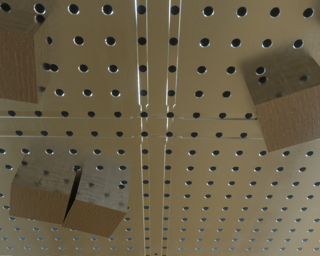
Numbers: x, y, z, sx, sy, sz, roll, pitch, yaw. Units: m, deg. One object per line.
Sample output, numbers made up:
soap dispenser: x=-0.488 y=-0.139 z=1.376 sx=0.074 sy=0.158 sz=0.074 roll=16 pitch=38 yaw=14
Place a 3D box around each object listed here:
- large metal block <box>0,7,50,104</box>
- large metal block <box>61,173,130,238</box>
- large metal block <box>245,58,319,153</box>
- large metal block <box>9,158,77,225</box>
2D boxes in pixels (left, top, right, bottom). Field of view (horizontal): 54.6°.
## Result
large metal block: x=-0.165 y=-0.078 z=0.327 sx=0.080 sy=0.050 sz=0.079 roll=9 pitch=130 yaw=-8
large metal block: x=-0.104 y=0.127 z=0.502 sx=0.080 sy=0.050 sz=0.080 roll=20 pitch=127 yaw=-17
large metal block: x=0.157 y=-0.025 z=0.375 sx=0.080 sy=0.050 sz=0.080 roll=-18 pitch=128 yaw=15
large metal block: x=-0.180 y=0.099 z=0.478 sx=0.080 sy=0.050 sz=0.079 roll=15 pitch=129 yaw=-12
